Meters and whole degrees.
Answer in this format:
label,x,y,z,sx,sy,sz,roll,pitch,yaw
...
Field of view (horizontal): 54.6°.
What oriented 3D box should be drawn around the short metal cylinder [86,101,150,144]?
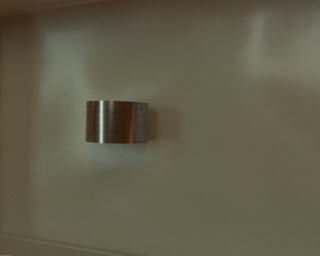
label,x,y,z,sx,sy,sz,roll,pitch,yaw
short metal cylinder,-0.054,-0.007,0.401,0.080,0.080,0.050,2,91,20
